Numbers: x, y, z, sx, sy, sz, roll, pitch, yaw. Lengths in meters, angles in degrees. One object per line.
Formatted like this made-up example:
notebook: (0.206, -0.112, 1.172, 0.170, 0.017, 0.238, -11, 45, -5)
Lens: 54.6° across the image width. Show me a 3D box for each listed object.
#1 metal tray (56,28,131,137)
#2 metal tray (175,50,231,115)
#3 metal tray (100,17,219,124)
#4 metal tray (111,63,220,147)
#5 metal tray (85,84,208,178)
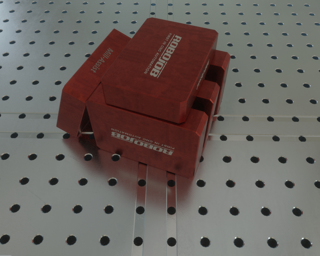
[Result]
metal tray: (-0.086, -0.061, 0.413, 0.030, 0.090, 0.130, 30, 53, -4)
metal tray: (0.023, -0.072, 0.425, 0.130, 0.090, 0.030, 16, 53, 13)
metal tray: (0.005, -0.070, 0.346, 0.090, 0.030, 0.130, 16, 52, 13)
metal tray: (0.001, -0.029, 0.388, 0.130, 0.090, 0.030, 16, 51, 12)
metal tray: (-0.015, 0.005, 0.361, 0.130, 0.090, 0.030, 17, 52, 13)
